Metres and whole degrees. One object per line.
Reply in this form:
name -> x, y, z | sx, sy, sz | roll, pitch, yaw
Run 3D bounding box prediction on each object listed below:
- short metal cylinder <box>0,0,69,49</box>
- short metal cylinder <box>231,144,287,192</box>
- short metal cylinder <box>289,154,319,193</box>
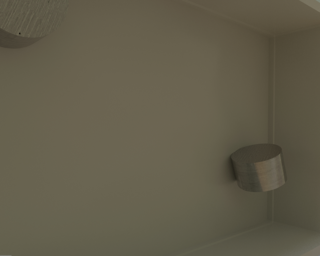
short metal cylinder -> -0.132, -0.117, 0.280 | 0.081, 0.050, 0.079 | 0, 90, -40
short metal cylinder -> 0.163, 0.064, 0.511 | 0.081, 0.080, 0.050 | -26, 107, -37
short metal cylinder -> 0.323, 0.097, 0.669 | 0.081, 0.050, 0.079 | 0, 90, -40
